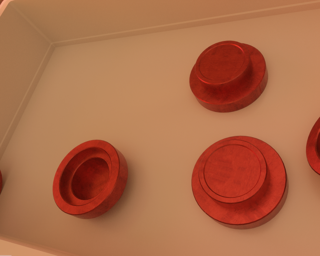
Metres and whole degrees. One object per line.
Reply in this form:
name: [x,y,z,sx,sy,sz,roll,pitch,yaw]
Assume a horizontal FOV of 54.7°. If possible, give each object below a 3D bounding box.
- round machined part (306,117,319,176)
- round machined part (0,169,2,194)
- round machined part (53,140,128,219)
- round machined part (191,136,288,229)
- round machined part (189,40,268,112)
round machined part: [0.184,0.013,0.270,0.098,0.042,0.098,-50,16,21]
round machined part: [-0.287,0.086,0.452,0.042,0.098,0.098,4,64,23]
round machined part: [-0.083,0.067,0.396,0.098,0.042,0.098,-13,56,20]
round machined part: [0.079,0.051,0.322,0.098,0.042,0.098,-13,56,20]
round machined part: [0.083,-0.072,0.394,0.098,0.042,0.098,-13,56,20]
